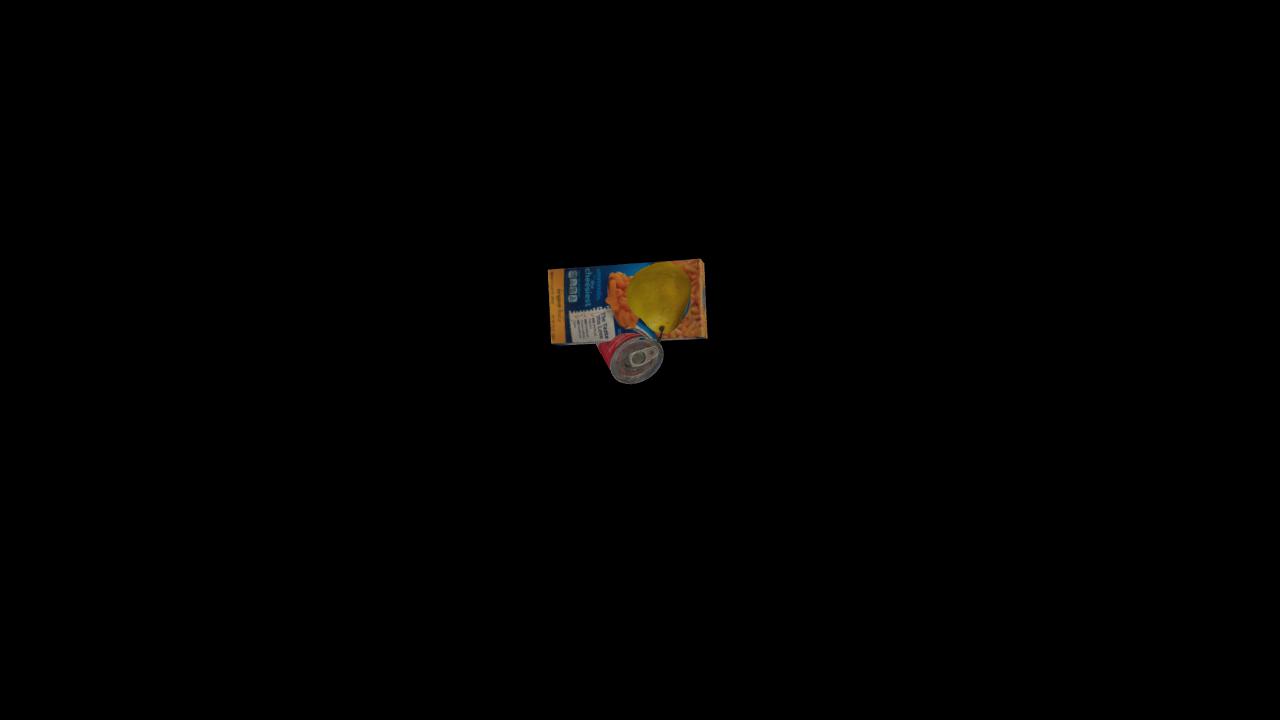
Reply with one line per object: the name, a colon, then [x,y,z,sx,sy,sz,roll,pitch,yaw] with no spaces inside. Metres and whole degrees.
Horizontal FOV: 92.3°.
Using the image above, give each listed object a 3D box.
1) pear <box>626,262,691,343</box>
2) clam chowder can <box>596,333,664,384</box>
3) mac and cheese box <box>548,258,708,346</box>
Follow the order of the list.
pear: [0.027,-0.062,0.693,0.080,0.080,0.111,0,36,-11]
clam chowder can: [-0.021,-0.027,0.755,0.068,0.068,0.102,0,35,-26]
mac and cheese box: [-0.016,-0.066,0.727,0.184,0.093,0.041,-3,-3,13]
